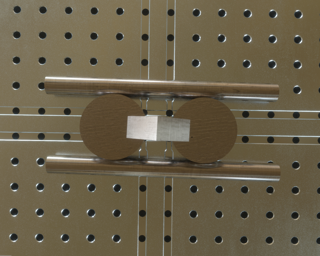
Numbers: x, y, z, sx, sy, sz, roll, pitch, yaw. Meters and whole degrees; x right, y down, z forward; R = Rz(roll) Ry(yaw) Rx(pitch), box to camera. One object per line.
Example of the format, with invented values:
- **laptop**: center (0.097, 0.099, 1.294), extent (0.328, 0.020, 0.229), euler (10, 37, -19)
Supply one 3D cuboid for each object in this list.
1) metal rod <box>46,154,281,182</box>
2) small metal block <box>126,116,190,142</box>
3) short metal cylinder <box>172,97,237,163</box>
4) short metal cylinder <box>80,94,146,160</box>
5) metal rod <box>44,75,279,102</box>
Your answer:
- **metal rod**: center (0.005, 0.053, 0.410), extent (0.302, 0.025, 0.025), euler (2, 90, 0)
- **small metal block**: center (-0.002, 0.001, 0.351), extent (0.050, 0.050, 0.025), euler (4, 89, -43)
- **short metal cylinder**: center (0.053, 0.003, 0.398), extent (0.081, 0.050, 0.079), euler (0, 90, 0)
- **short metal cylinder**: center (-0.056, -0.002, 0.397), extent (0.081, 0.050, 0.079), euler (0, 90, 0)
- **metal rod**: center (0.003, -0.052, 0.410), extent (0.302, 0.025, 0.025), euler (2, 90, 0)
